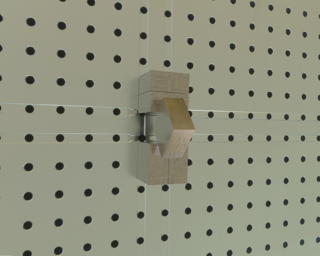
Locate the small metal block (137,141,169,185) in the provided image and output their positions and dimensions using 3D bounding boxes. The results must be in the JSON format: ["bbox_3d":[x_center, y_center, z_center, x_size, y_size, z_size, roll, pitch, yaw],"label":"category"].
[{"bbox_3d":[-0.010,0.043,0.396,0.025,0.050,0.050,2,90,-20],"label":"small metal block"}]

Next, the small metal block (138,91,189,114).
[{"bbox_3d":[0.003,-0.031,0.401,0.050,0.050,0.025,2,90,-20],"label":"small metal block"}]

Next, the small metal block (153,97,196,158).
[{"bbox_3d":[0.015,0.000,0.362,0.025,0.050,0.050,1,48,-20],"label":"small metal block"}]

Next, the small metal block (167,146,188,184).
[{"bbox_3d":[0.014,0.044,0.404,0.025,0.050,0.050,2,90,-20],"label":"small metal block"}]

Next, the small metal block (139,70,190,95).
[{"bbox_3d":[0.004,-0.056,0.401,0.050,0.050,0.025,2,90,-20],"label":"small metal block"}]
